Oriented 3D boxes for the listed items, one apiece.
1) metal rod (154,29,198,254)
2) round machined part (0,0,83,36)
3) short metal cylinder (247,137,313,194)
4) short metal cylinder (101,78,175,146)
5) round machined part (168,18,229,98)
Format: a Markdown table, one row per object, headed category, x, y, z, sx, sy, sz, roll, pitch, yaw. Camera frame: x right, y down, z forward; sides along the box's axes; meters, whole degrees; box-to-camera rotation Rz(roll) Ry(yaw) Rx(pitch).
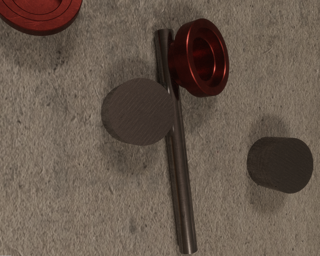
| category | x | y | z | sx | sy | sz | roll | pitch | yaw |
| --- | --- | --- | --- | --- | --- | --- | --- | --- | --- |
| metal rod | 0.022 | 0.020 | 0.418 | 0.025 | 0.025 | 0.298 | -8 | 93 | -20 |
| round machined part | -0.139 | -0.152 | 0.349 | 0.099 | 0.042 | 0.097 | 0 | 90 | -21 |
| short metal cylinder | 0.179 | 0.053 | 0.464 | 0.081 | 0.050 | 0.079 | 0 | 90 | -21 |
| short metal cylinder | -0.029 | -0.019 | 0.386 | 0.081 | 0.050 | 0.079 | 0 | 90 | -20 |
| round machined part | 0.048 | -0.088 | 0.405 | 0.099 | 0.042 | 0.097 | 6 | 82 | -48 |
